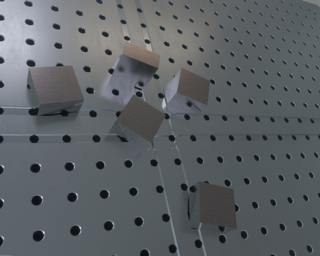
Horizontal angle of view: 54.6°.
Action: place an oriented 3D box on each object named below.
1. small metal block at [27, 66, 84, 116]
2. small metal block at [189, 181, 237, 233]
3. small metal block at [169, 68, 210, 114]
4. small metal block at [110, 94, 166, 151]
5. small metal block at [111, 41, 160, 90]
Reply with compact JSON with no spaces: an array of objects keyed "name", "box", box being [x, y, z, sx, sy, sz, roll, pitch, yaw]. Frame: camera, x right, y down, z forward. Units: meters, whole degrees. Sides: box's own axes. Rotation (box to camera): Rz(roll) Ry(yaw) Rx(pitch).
[{"name":"small metal block","box":[-0.125,-0.045,0.369,0.050,0.025,0.050,-11,67,-33]},{"name":"small metal block","box":[0.064,0.098,0.382,0.050,0.025,0.050,16,55,-19]},{"name":"small metal block","box":[0.045,-0.056,0.466,0.050,0.025,0.050,22,54,-15]},{"name":"small metal block","box":[-0.027,-0.007,0.397,0.050,0.025,0.050,33,51,-7]},{"name":"small metal block","box":[-0.034,-0.084,0.425,0.050,0.050,0.025,19,55,-17]}]
